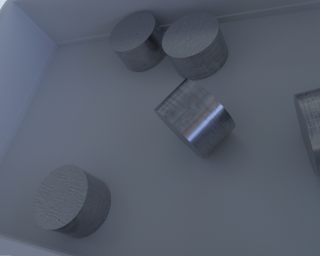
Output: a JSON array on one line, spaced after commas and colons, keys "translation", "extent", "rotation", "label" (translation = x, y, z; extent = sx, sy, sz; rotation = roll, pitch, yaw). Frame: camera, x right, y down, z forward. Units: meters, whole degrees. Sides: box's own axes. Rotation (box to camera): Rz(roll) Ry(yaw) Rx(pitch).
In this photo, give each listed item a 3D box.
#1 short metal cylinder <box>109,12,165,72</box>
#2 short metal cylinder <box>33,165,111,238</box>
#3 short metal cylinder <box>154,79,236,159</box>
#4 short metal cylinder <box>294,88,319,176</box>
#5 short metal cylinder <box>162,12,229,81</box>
[{"translation": [-0.033, -0.136, 0.491], "extent": [0.080, 0.050, 0.080], "rotation": [-13, 56, 21], "label": "short metal cylinder"}, {"translation": [-0.110, 0.093, 0.391], "extent": [0.080, 0.050, 0.080], "rotation": [-13, 56, 21], "label": "short metal cylinder"}, {"translation": [0.039, -0.010, 0.356], "extent": [0.050, 0.080, 0.080], "rotation": [-45, 51, -3], "label": "short metal cylinder"}, {"translation": [0.161, 0.000, 0.286], "extent": [0.050, 0.080, 0.080], "rotation": [-15, 56, 20], "label": "short metal cylinder"}, {"translation": [0.050, -0.114, 0.433], "extent": [0.080, 0.050, 0.080], "rotation": [-13, 56, 21], "label": "short metal cylinder"}]
